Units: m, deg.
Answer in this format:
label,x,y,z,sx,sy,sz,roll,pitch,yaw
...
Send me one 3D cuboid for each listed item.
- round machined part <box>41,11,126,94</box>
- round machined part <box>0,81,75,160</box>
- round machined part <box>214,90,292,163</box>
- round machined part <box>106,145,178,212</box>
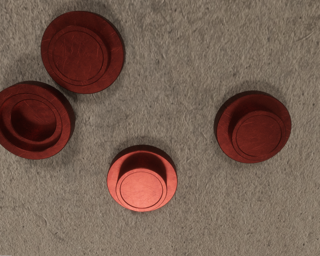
label,x,y,z,sx,sy,sz,roll,pitch,yaw
round machined part,-0.092,-0.087,0.367,0.099,0.042,0.097,0,110,-1
round machined part,-0.157,-0.012,0.394,0.099,0.042,0.097,0,110,-1
round machined part,0.123,0.003,0.404,0.099,0.042,0.097,0,110,-1
round machined part,-0.025,0.076,0.428,0.099,0.042,0.097,0,110,-1
